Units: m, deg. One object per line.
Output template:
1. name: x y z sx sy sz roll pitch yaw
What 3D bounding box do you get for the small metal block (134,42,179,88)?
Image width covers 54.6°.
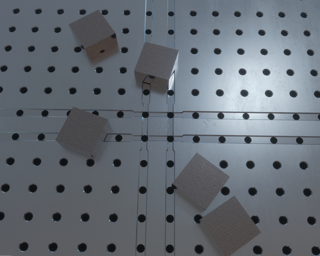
1. small metal block: -0.004 -0.090 0.445 0.050 0.025 0.050 16 71 5

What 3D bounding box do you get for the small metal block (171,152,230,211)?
1. small metal block: 0.050 0.068 0.387 0.050 0.025 0.050 37 74 12

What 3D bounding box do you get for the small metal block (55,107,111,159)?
1. small metal block: -0.100 0.006 0.409 0.050 0.025 0.050 20 71 7

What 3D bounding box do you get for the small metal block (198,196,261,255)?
1. small metal block: 0.082 0.117 0.369 0.050 0.025 0.050 -32 73 -11

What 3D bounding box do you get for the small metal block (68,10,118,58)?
1. small metal block: -0.099 -0.140 0.463 0.050 0.025 0.050 -31 73 -11
